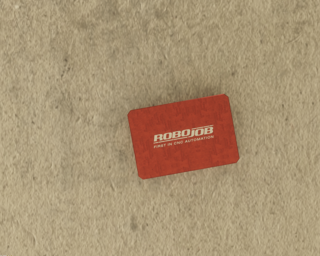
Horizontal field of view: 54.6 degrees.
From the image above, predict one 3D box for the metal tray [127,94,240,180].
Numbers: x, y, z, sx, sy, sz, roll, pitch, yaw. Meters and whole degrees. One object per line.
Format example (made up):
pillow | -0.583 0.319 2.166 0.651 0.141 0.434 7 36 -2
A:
metal tray | 0.030 0.011 0.408 0.131 0.030 0.090 -10 90 0
